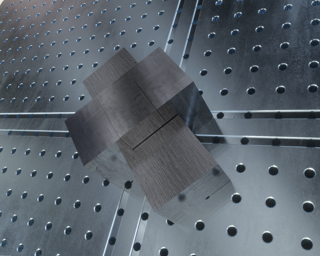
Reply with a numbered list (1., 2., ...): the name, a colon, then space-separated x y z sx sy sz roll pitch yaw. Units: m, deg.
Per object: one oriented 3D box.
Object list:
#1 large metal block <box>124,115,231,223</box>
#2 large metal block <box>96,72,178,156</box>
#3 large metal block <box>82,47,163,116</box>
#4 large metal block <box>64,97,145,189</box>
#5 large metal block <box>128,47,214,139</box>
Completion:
1. large metal block: 0.018 0.046 0.353 0.080 0.050 0.080 -38 51 3
2. large metal block: -0.026 -0.011 0.392 0.050 0.080 0.080 -38 51 3
3. large metal block: -0.054 -0.058 0.451 0.080 0.050 0.080 -39 51 2
4. large metal block: -0.065 0.020 0.394 0.050 0.080 0.080 -38 51 3
5. large metal block: 0.014 -0.042 0.390 0.050 0.080 0.080 -38 51 3
